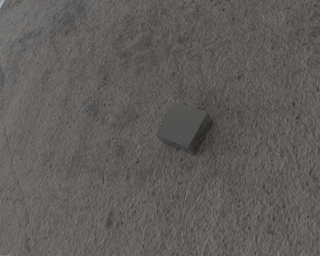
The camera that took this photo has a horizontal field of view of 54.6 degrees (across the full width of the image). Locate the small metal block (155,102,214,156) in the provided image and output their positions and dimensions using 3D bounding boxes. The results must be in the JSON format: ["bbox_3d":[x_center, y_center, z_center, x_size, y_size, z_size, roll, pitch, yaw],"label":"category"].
[{"bbox_3d":[0.031,0.001,0.388,0.050,0.025,0.050,20,72,35],"label":"small metal block"}]
